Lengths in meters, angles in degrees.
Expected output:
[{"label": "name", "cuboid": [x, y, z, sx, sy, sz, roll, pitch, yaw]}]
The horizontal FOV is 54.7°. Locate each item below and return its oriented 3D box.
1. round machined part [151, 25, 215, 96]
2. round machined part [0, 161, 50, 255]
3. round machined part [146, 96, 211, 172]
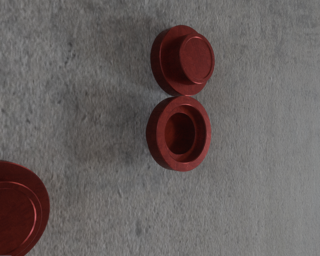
[{"label": "round machined part", "cuboid": [0.038, -0.093, 0.428, 0.099, 0.042, 0.097, 0, 90, -40]}, {"label": "round machined part", "cuboid": [-0.145, 0.078, 0.273, 0.099, 0.042, 0.097, 0, 90, -40]}, {"label": "round machined part", "cuboid": [0.020, 0.007, 0.413, 0.099, 0.042, 0.097, 0, 90, -40]}]
